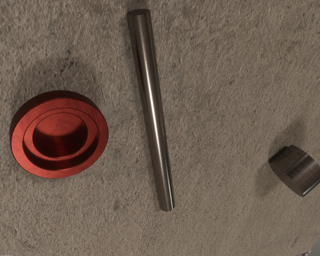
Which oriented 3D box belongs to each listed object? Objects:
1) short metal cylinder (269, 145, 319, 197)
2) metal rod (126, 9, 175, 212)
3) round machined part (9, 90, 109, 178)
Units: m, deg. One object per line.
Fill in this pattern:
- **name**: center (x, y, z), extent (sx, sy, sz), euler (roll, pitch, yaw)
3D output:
- **short metal cylinder**: center (0.245, 0.077, 0.556), extent (0.050, 0.080, 0.080), euler (-41, 130, 0)
- **metal rod**: center (-0.005, 0.001, 0.405), extent (0.025, 0.025, 0.298), euler (-20, 127, -17)
- **round machined part**: center (-0.110, 0.004, 0.339), extent (0.099, 0.042, 0.097), euler (-14, 125, -21)
